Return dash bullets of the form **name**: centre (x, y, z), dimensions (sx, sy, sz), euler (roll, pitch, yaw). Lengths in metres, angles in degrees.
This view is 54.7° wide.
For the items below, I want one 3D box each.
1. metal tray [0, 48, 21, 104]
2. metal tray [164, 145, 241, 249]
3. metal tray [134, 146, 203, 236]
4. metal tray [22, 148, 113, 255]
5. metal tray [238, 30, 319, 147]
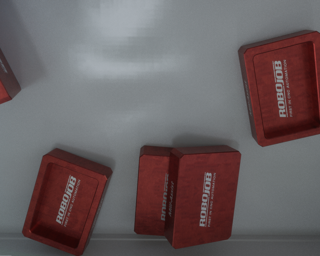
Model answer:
- **metal tray**: centre (-0.202, -0.090, 0.338), dimensions (0.030, 0.090, 0.129), euler (-24, 110, -10)
- **metal tray**: centre (0.056, 0.091, 0.416), dimensions (0.091, 0.030, 0.129), euler (-1, 103, -22)
- **metal tray**: centre (0.013, 0.093, 0.443), dimensions (0.091, 0.030, 0.129), euler (5, 110, -2)
- **metal tray**: centre (-0.129, 0.103, 0.431), dimensions (0.090, 0.030, 0.129), euler (20, 103, 1)
- **metal tray**: centre (0.156, -0.048, 0.392), dimensions (0.090, 0.030, 0.129), euler (-14, 110, 5)
